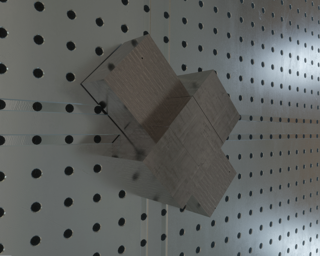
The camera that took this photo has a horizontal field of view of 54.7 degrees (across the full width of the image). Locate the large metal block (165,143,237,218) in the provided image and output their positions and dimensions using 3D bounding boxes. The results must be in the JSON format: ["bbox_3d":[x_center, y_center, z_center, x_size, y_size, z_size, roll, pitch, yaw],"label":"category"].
[{"bbox_3d":[0.054,0.065,0.441,0.080,0.050,0.080,-51,120,-27],"label":"large metal block"}]

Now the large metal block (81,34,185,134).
[{"bbox_3d":[-0.029,-0.050,0.367,0.080,0.050,0.080,-52,121,-26],"label":"large metal block"}]

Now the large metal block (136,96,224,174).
[{"bbox_3d":[0.019,0.009,0.392,0.050,0.080,0.080,-52,121,-27],"label":"large metal block"}]

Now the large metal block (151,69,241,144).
[{"bbox_3d":[0.047,-0.026,0.416,0.050,0.080,0.080,-52,121,-27],"label":"large metal block"}]

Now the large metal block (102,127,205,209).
[{"bbox_3d":[-0.008,0.044,0.369,0.050,0.080,0.080,-52,121,-27],"label":"large metal block"}]
